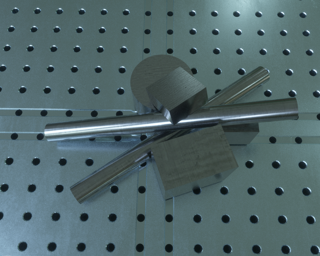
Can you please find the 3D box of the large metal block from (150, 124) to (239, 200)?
[{"bbox_3d":[0.036,0.043,0.362,0.081,0.080,0.050,-17,71,-6],"label":"large metal block"}]

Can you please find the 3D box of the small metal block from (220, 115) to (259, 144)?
[{"bbox_3d":[0.093,0.002,0.395,0.050,0.050,0.025,0,70,1],"label":"small metal block"}]

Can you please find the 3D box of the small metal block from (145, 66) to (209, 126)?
[{"bbox_3d":[0.020,-0.038,0.360,0.050,0.025,0.050,-34,51,-11],"label":"small metal block"}]

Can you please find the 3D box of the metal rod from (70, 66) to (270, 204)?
[{"bbox_3d":[0.021,0.003,0.408,0.301,0.025,0.025,-33,73,-11],"label":"metal rod"}]

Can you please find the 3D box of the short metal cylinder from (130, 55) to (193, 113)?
[{"bbox_3d":[0.003,-0.050,0.413,0.081,0.050,0.080,0,69,0],"label":"short metal cylinder"}]

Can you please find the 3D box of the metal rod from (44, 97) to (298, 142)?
[{"bbox_3d":[0.003,-0.008,0.373,0.301,0.025,0.025,-5,70,12],"label":"metal rod"}]
